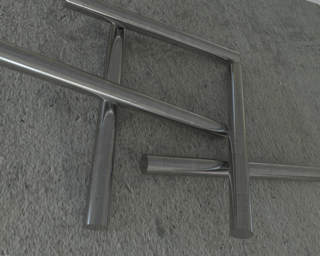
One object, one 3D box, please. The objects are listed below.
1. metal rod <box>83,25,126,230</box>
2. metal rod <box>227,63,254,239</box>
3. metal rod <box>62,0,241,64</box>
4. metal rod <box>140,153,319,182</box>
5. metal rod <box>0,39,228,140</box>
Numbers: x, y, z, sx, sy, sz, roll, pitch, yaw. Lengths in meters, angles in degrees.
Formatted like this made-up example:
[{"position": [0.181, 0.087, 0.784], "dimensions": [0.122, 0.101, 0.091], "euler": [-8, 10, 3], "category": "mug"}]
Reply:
[{"position": [-0.063, -0.029, 0.387], "dimensions": [0.025, 0.025, 0.299], "euler": [14, 56, -21], "category": "metal rod"}, {"position": [0.108, 0.006, 0.433], "dimensions": [0.025, 0.025, 0.300], "euler": [24, 45, -14], "category": "metal rod"}, {"position": [0.007, -0.144, 0.472], "dimensions": [0.302, 0.025, 0.025], "euler": [10, 57, -31], "category": "metal rod"}, {"position": [0.117, 0.058, 0.430], "dimensions": [0.302, 0.025, 0.025], "euler": [7, 59, -25], "category": "metal rod"}, {"position": [-0.036, -0.035, 0.375], "dimensions": [0.302, 0.025, 0.025], "euler": [18, 54, -29], "category": "metal rod"}]
